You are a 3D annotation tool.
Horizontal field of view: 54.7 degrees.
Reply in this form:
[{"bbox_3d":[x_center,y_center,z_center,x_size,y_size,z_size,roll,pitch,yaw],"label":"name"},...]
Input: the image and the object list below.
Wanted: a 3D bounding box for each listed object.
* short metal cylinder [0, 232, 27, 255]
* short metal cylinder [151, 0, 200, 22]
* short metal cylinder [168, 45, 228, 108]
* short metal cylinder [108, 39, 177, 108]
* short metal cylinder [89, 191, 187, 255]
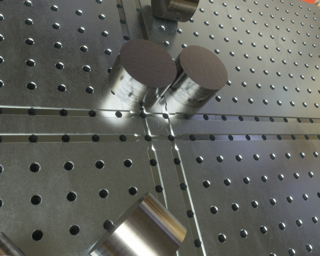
[{"bbox_3d":[-0.132,0.125,0.226,0.050,0.080,0.080,44,51,2],"label":"short metal cylinder"},{"bbox_3d":[0.025,-0.224,0.523,0.050,0.080,0.080,1,61,-28],"label":"short metal cylinder"},{"bbox_3d":[0.054,-0.077,0.468,0.081,0.050,0.080,14,56,-21],"label":"short metal cylinder"},{"bbox_3d":[-0.024,-0.074,0.424,0.081,0.050,0.080,14,56,-21],"label":"short metal cylinder"},{"bbox_3d":[-0.021,0.107,0.296,0.050,0.080,0.080,45,51,3],"label":"short metal cylinder"}]
